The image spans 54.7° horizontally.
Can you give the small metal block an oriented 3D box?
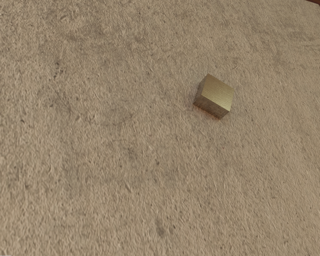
[{"bbox_3d":[0.084,-0.049,0.479,0.050,0.025,0.050,29,52,-10],"label":"small metal block"}]
